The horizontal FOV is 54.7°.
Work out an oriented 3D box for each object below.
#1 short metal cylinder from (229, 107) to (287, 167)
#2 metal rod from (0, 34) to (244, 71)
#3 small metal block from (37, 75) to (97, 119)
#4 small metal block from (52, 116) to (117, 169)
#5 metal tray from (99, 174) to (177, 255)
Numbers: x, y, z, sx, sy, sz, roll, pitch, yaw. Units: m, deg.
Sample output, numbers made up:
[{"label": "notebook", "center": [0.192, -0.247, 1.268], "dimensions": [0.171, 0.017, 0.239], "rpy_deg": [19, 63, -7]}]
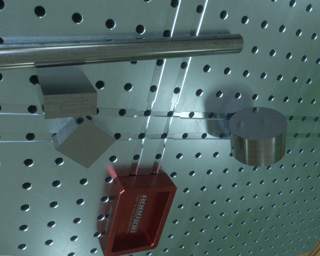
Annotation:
[{"label": "short metal cylinder", "center": [0.145, 0.012, 0.462], "dimensions": [0.081, 0.080, 0.050], "rpy_deg": [-24, 127, -14]}, {"label": "metal rod", "center": [-0.037, -0.085, 0.337], "dimensions": [0.303, 0.025, 0.025], "rpy_deg": [-10, 123, -23]}, {"label": "small metal block", "center": [-0.097, -0.034, 0.321], "dimensions": [0.050, 0.050, 0.025], "rpy_deg": [-7, 121, -25]}, {"label": "small metal block", "center": [-0.090, 0.013, 0.370], "dimensions": [0.050, 0.025, 0.050], "rpy_deg": [-45, 129, 3]}, {"label": "metal tray", "center": [-0.035, 0.133, 0.471], "dimensions": [0.091, 0.030, 0.129], "rpy_deg": [1, 118, -29]}]
